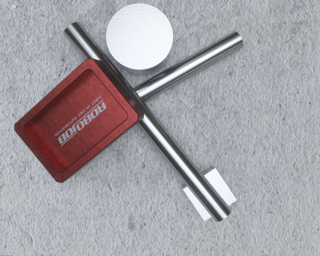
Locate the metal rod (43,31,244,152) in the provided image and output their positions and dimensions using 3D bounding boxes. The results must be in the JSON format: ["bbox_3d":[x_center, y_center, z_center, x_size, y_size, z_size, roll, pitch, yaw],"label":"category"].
[{"bbox_3d":[-0.027,-0.044,0.411,0.301,0.025,0.025,-30,90,-1],"label":"metal rod"}]

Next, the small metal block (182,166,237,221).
[{"bbox_3d":[0.064,0.086,0.412,0.050,0.025,0.050,-34,90,0],"label":"small metal block"}]

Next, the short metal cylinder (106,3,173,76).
[{"bbox_3d":[-0.025,-0.110,0.398,0.081,0.050,0.079,0,90,-1],"label":"short metal cylinder"}]

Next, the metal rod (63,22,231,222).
[{"bbox_3d":[-0.015,-0.007,0.386,0.025,0.025,0.300,-39,91,0],"label":"metal rod"}]

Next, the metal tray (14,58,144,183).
[{"bbox_3d":[-0.096,-0.008,0.369,0.130,0.030,0.090,-39,90,11],"label":"metal tray"}]
